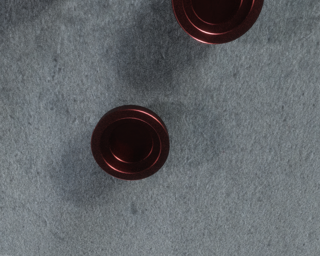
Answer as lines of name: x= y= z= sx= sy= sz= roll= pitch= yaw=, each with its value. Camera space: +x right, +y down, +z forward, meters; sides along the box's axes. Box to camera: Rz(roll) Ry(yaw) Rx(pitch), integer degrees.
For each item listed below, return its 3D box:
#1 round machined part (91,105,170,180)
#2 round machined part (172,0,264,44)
round machined part: x=-0.037 y=0.016 z=0.406 sx=0.099 sy=0.042 sz=0.097 roll=0 pitch=110 yaw=-1
round machined part: x=0.062 y=-0.146 z=0.348 sx=0.099 sy=0.042 sz=0.097 roll=0 pitch=110 yaw=-1
